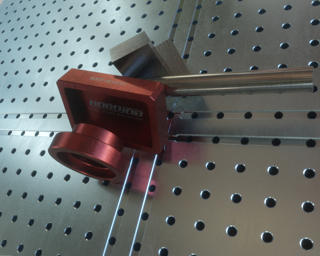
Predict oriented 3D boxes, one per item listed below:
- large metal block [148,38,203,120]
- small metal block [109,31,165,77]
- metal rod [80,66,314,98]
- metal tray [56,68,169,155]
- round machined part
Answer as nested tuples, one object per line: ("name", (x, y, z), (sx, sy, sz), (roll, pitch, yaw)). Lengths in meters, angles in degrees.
("large metal block", (0.001, -0.065, 0.430), (0.080, 0.050, 0.080), (-28, 52, 10))
("small metal block", (-0.028, -0.087, 0.395), (0.050, 0.050, 0.025), (-25, 54, 13))
("metal rod", (0.014, -0.049, 0.366), (0.300, 0.025, 0.025), (1, 62, 28))
("metal tray", (-0.057, -0.021, 0.388), (0.130, 0.089, 0.030), (12, 43, 19))
("round machined part", (-0.083, 0.029, 0.386), (0.098, 0.098, 0.042), (4, 60, 29))
